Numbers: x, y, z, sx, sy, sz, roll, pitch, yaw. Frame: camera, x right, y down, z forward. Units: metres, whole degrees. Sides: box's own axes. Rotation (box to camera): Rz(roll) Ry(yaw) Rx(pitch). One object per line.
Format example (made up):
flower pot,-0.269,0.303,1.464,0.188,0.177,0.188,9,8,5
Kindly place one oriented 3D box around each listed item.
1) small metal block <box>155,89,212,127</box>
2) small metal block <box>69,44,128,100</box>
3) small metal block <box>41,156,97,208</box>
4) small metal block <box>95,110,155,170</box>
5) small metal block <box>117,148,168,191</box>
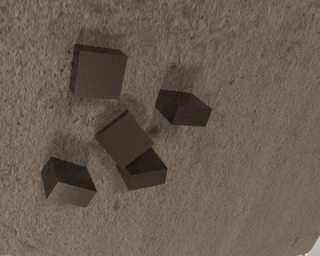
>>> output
small metal block,0.029,-0.025,0.392,0.050,0.050,0.025,3,117,-30
small metal block,-0.067,-0.060,0.334,0.050,0.025,0.050,0,118,-29
small metal block,-0.110,0.065,0.372,0.050,0.050,0.025,26,104,-38
small metal block,-0.044,0.014,0.381,0.050,0.025,0.050,-39,106,-3
small metal block,-0.025,0.053,0.412,0.050,0.050,0.025,-7,122,-26
